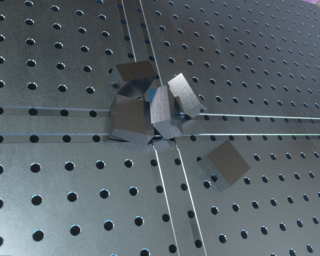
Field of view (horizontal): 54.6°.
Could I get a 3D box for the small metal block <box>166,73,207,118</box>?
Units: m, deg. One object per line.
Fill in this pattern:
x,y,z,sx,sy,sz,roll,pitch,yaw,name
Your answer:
0.039,-0.045,0.439,0.050,0.025,0.050,60,14,15,small metal block

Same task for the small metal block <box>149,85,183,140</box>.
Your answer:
0.008,-0.019,0.406,0.050,0.025,0.050,49,30,-56,small metal block

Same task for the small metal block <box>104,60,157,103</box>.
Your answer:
-0.040,-0.061,0.407,0.050,0.050,0.025,-17,71,-35,small metal block

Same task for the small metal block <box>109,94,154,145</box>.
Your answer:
-0.036,-0.010,0.395,0.050,0.025,0.050,12,57,-22,small metal block

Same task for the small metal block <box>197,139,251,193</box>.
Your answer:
0.087,0.051,0.423,0.050,0.025,0.050,-30,79,-38,small metal block
